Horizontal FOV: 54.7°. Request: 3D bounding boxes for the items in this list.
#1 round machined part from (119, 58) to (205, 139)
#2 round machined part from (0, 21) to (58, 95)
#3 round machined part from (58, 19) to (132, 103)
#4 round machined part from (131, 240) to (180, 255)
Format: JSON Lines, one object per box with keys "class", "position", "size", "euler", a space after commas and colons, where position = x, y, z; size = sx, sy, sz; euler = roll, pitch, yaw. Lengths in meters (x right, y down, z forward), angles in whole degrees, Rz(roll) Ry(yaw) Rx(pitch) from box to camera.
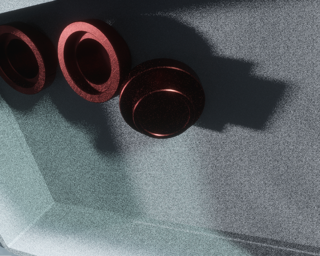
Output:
{"class": "round machined part", "position": [0.003, -0.026, 0.353], "size": [0.099, 0.042, 0.097], "euler": [-3, 129, -3]}
{"class": "round machined part", "position": [-0.184, -0.099, 0.434], "size": [0.098, 0.042, 0.097], "euler": [13, 124, 21]}
{"class": "round machined part", "position": [-0.074, -0.083, 0.380], "size": [0.098, 0.042, 0.097], "euler": [16, 122, 28]}
{"class": "round machined part", "position": [-0.001, 0.240, 0.549], "size": [0.098, 0.042, 0.097], "euler": [13, 124, 21]}
